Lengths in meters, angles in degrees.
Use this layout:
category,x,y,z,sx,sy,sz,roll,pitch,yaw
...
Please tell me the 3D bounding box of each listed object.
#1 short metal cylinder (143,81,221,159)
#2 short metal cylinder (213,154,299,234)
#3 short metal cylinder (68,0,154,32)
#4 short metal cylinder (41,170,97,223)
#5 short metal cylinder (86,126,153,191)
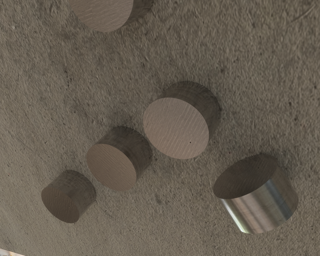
category,x,y,z,sx,sy,sz,roll,pitch,yaw
short metal cylinder,0.027,-0.010,0.370,0.080,0.050,0.079,13,124,21
short metal cylinder,0.110,0.074,0.359,0.080,0.080,0.050,-25,105,37
short metal cylinder,-0.051,-0.147,0.326,0.080,0.050,0.079,13,124,21
short metal cylinder,-0.161,0.122,0.551,0.080,0.050,0.079,13,124,21
short metal cylinder,-0.058,0.044,0.448,0.080,0.050,0.079,13,124,21
